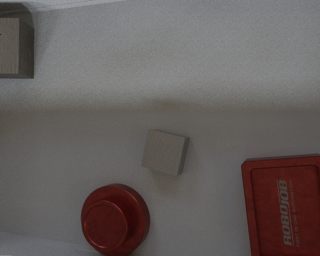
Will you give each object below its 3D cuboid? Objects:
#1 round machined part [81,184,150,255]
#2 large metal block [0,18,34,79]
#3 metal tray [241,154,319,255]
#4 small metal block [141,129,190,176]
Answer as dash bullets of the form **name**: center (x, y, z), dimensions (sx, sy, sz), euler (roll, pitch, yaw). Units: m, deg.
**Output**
- **round machined part**: center (-0.067, 0.128, 0.424), dimensions (0.098, 0.042, 0.097), euler (0, 90, 19)
- **large metal block**: center (-0.241, -0.118, 0.468), dimensions (0.081, 0.050, 0.079), euler (1, 90, 1)
- **metal tray**: center (0.147, 0.098, 0.355), dimensions (0.090, 0.030, 0.129), euler (-7, 88, 19)
- **small metal block**: center (0.007, 0.031, 0.407), dimensions (0.050, 0.025, 0.050), euler (13, 94, 19)
